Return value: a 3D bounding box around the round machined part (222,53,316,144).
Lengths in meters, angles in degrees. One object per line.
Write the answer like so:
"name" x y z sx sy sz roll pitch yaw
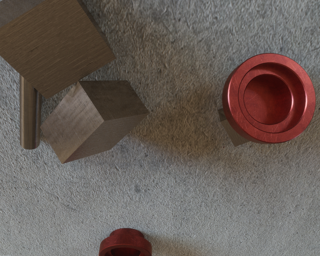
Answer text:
"round machined part" 0.117 -0.030 0.349 0.099 0.097 0.042 7 174 -7

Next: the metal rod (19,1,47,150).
"metal rod" -0.136 -0.089 0.330 0.025 0.025 0.298 12 129 -10

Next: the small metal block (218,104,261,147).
"small metal block" 0.110 -0.008 0.401 0.050 0.025 0.050 -23 127 18

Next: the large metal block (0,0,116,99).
"large metal block" -0.101 -0.087 0.292 0.080 0.050 0.080 -30 139 3

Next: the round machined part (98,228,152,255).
"round machined part" -0.064 0.227 0.588 0.099 0.042 0.097 0 130 0

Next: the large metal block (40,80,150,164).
"large metal block" -0.073 -0.009 0.354 0.080 0.080 0.050 -41 76 29
